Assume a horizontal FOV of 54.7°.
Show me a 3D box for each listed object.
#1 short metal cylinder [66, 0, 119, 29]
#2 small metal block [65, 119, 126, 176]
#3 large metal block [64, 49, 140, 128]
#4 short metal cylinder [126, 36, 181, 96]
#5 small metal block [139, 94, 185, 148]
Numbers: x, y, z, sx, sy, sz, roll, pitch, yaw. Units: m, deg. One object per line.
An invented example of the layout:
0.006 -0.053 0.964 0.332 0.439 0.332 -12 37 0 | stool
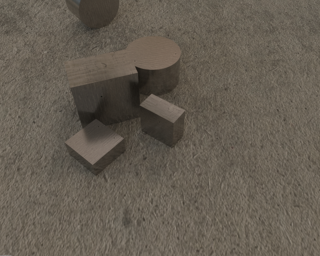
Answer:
-0.121 -0.228 0.558 0.081 0.080 0.050 -31 57 -23 | short metal cylinder
-0.079 0.023 0.383 0.050 0.025 0.050 33 57 24 | small metal block
-0.073 -0.049 0.408 0.081 0.080 0.050 -15 52 -13 | large metal block
-0.010 -0.094 0.466 0.081 0.050 0.080 0 50 0 | short metal cylinder
0.003 -0.009 0.394 0.050 0.050 0.025 29 56 22 | small metal block
